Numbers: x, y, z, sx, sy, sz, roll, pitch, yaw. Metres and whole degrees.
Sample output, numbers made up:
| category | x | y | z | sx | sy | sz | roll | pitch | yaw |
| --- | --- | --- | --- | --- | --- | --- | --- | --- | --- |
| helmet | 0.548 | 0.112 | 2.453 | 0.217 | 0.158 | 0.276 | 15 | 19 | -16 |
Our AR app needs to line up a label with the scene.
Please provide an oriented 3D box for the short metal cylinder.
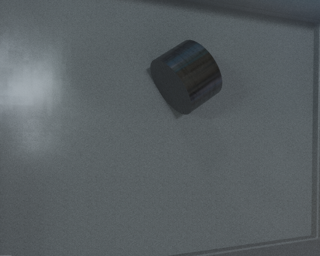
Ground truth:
| category | x | y | z | sx | sy | sz | roll | pitch | yaw |
| --- | --- | --- | --- | --- | --- | --- | --- | --- | --- |
| short metal cylinder | 0.032 | -0.064 | 0.394 | 0.050 | 0.080 | 0.080 | -36 | 102 | -17 |
